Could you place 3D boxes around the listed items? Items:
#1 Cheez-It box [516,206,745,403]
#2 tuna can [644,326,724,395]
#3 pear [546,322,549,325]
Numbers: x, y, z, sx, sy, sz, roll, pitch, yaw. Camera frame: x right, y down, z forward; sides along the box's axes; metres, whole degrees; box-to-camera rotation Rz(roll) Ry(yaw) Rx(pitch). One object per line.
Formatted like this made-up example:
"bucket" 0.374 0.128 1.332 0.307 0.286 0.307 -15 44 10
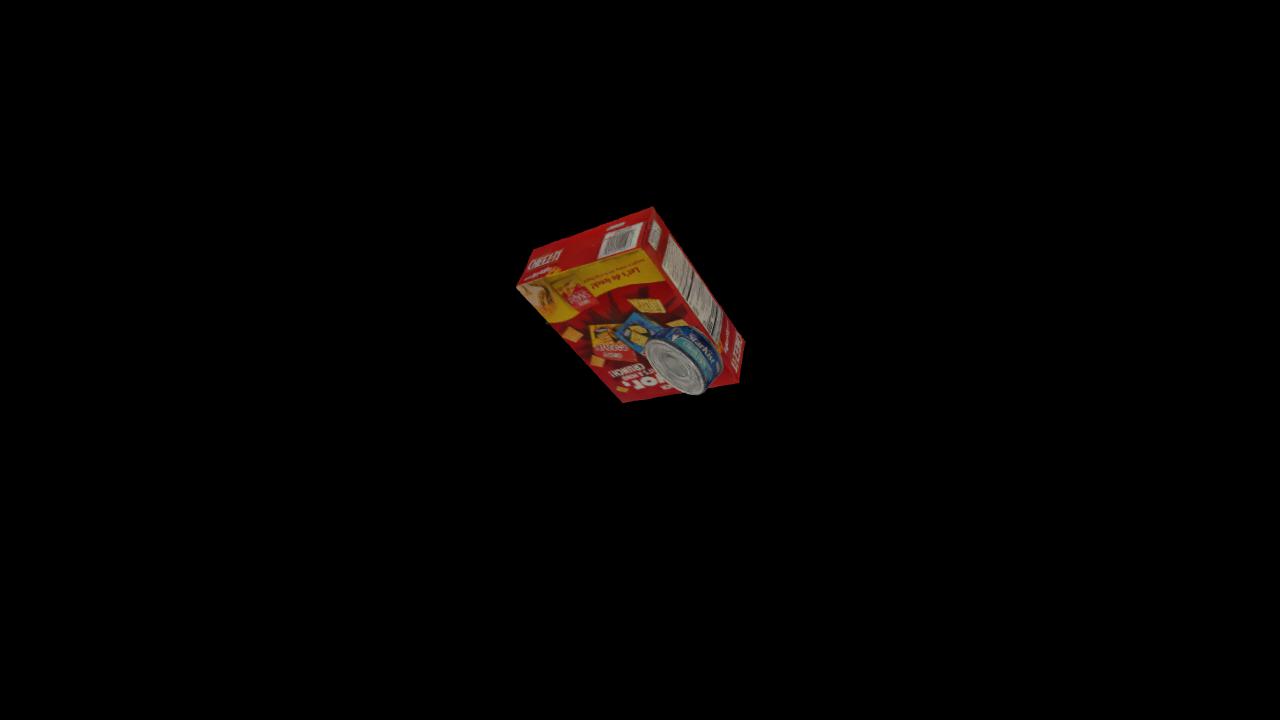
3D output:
"Cheez-It box" -0.003 -0.048 0.686 0.166 0.071 0.223 -12 -44 33
"tuna can" 0.045 -0.002 0.658 0.034 0.084 0.084 -46 24 -25
"pear" -0.051 -0.049 0.704 0.080 0.080 0.111 0 5 45
